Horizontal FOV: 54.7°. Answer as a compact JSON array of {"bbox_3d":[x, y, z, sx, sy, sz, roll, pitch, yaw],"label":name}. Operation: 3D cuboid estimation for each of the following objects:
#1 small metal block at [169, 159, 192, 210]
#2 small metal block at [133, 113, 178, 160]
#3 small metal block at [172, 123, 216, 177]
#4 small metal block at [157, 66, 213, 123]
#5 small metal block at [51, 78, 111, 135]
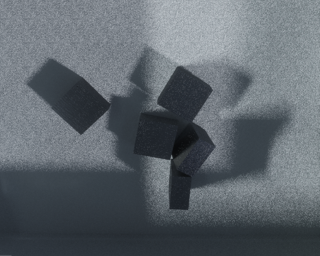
[{"bbox_3d":[0.027,0.077,0.426,0.025,0.050,0.050,3,110,-1],"label":"small metal block"},{"bbox_3d":[-0.006,0.011,0.415,0.050,0.025,0.050,11,110,-4],"label":"small metal block"},{"bbox_3d":[0.041,0.027,0.406,0.025,0.050,0.050,28,108,-19],"label":"small metal block"},{"bbox_3d":[0.031,-0.043,0.396,0.050,0.025,0.050,29,107,-10],"label":"small metal block"},{"bbox_3d":[-0.101,-0.028,0.400,0.050,0.025,0.050,-41,105,13],"label":"small metal block"}]
